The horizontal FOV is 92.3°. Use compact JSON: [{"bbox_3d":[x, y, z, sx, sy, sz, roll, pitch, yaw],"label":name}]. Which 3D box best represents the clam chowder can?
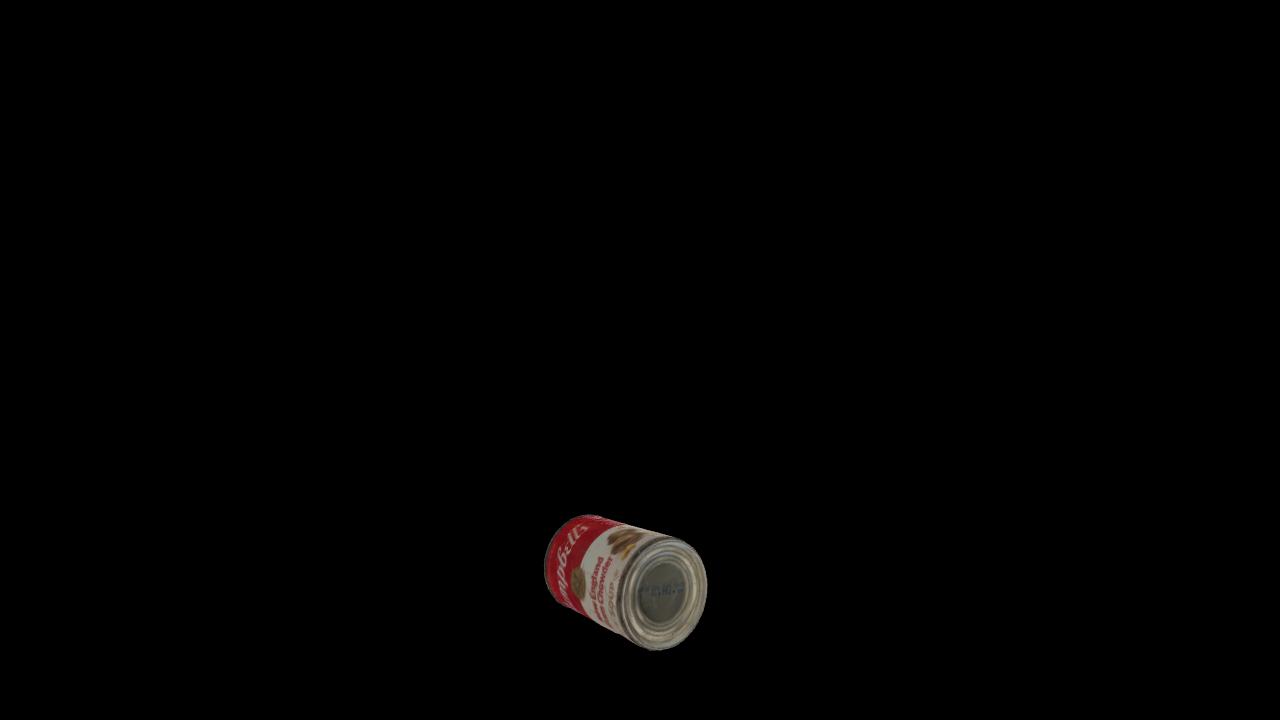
[{"bbox_3d":[-0.012,0.143,0.409,0.068,0.068,0.102,0,-4,-35],"label":"clam chowder can"}]
